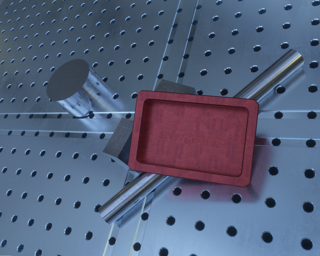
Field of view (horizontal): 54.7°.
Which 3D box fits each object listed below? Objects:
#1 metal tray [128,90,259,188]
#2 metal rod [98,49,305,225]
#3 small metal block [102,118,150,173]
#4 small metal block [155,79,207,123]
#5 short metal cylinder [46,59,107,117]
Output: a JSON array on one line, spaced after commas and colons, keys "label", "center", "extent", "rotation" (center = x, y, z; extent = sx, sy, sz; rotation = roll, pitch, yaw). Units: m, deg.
[{"label": "metal tray", "center": [0.036, 0.010, 0.339], "extent": [0.131, 0.030, 0.089], "rotation": [6, 86, 15]}, {"label": "metal rod", "center": [0.049, 0.011, 0.374], "extent": [0.300, 0.025, 0.025], "rotation": [-40, 51, 0]}, {"label": "small metal block", "center": [-0.039, 0.023, 0.397], "extent": [0.025, 0.050, 0.050], "rotation": [16, 70, 34]}, {"label": "small metal block", "center": [0.026, -0.033, 0.398], "extent": [0.050, 0.050, 0.025], "rotation": [22, 73, 35]}, {"label": "short metal cylinder", "center": [-0.133, -0.064, 0.499], "extent": [0.080, 0.050, 0.080], "rotation": [-13, 56, 20]}]
